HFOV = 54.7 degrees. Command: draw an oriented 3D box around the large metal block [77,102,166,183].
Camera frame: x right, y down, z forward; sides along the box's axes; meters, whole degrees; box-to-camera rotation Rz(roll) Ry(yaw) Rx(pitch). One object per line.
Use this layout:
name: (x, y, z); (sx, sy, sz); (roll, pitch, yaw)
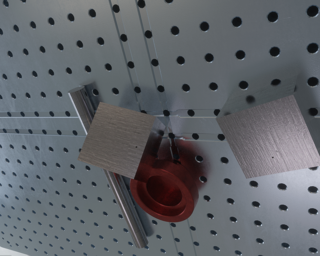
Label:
large metal block: (-0.048, 0.019, 0.405); (0.080, 0.080, 0.050); (15, 169, 19)

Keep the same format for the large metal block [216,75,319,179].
large metal block: (0.119, 0.001, 0.333); (0.080, 0.050, 0.080); (-19, 109, 35)

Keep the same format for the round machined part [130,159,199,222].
round machined part: (0.010, 0.085, 0.448); (0.098, 0.042, 0.097); (13, 124, 20)

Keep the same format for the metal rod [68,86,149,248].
metal rod: (-0.076, 0.076, 0.497); (0.025, 0.025, 0.298); (-4, 117, 30)
